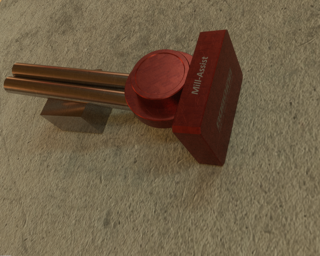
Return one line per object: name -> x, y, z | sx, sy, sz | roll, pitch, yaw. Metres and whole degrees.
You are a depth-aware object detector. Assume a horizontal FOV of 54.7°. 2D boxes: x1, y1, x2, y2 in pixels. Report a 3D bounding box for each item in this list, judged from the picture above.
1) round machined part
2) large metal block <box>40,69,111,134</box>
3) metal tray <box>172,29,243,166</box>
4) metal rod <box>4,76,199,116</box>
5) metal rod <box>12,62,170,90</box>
round machined part -> 0.005, -0.052, 0.360 | 0.098, 0.042, 0.098 | -6, 63, 13
large metal block -> -0.120, -0.040, 0.470 | 0.080, 0.050, 0.080 | 4, 63, 29
metal tray -> 0.059, -0.033, 0.351 | 0.030, 0.090, 0.130 | 4, 63, 30
metal rod -> -0.080, -0.041, 0.414 | 0.301, 0.025, 0.025 | 9, 66, 18
metal rod -> -0.072, -0.065, 0.424 | 0.301, 0.025, 0.025 | 9, 65, 17
